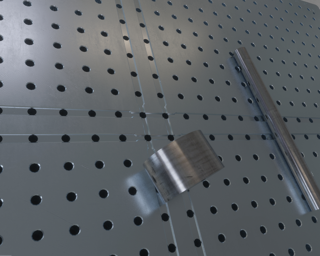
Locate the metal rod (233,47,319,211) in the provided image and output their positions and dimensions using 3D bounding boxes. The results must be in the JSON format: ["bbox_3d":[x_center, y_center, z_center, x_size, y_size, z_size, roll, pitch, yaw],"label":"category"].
[{"bbox_3d":[0.193,-0.011,0.518,0.025,0.025,0.299,-6,65,-31],"label":"metal rod"}]

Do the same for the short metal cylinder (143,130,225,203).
[{"bbox_3d":[0.027,0.045,0.360,0.081,0.080,0.050,-22,74,-36],"label":"short metal cylinder"}]
